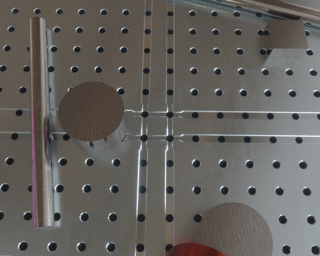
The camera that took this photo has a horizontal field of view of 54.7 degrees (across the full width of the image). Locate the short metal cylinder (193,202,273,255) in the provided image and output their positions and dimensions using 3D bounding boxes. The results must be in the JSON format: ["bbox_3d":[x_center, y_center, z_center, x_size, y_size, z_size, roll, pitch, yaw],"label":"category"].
[{"bbox_3d":[0.080,0.128,0.352,0.081,0.050,0.080,0,70,0],"label":"short metal cylinder"}]

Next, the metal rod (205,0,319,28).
[{"bbox_3d":[0.156,-0.192,0.482,0.301,0.025,0.025,16,71,5],"label":"metal rod"}]

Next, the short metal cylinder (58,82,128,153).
[{"bbox_3d":[-0.084,-0.013,0.402,0.081,0.050,0.080,0,70,0],"label":"short metal cylinder"}]

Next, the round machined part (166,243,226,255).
[{"bbox_3d":[0.041,0.168,0.309,0.098,0.097,0.042,33,39,11],"label":"round machined part"}]

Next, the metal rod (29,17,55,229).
[{"bbox_3d":[-0.161,-0.021,0.417,0.025,0.025,0.299,-8,70,-3],"label":"metal rod"}]

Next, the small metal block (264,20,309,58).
[{"bbox_3d":[0.187,-0.132,0.461,0.050,0.025,0.050,0,70,0],"label":"small metal block"}]
